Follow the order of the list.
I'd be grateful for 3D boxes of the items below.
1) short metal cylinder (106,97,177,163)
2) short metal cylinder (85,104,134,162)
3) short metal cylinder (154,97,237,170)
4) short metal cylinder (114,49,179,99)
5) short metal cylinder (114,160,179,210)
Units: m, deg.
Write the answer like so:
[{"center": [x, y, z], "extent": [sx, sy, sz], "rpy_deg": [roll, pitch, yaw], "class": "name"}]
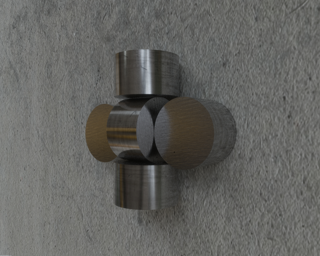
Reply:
[{"center": [-0.019, 0.002, 0.387], "extent": [0.050, 0.081, 0.080], "rpy_deg": [1, 91, 40], "class": "short metal cylinder"}, {"center": [-0.060, 0.007, 0.440], "extent": [0.080, 0.050, 0.080], "rpy_deg": [0, 90, 39], "class": "short metal cylinder"}, {"center": [0.040, 0.005, 0.357], "extent": [0.080, 0.050, 0.080], "rpy_deg": [0, 91, 40], "class": "short metal cylinder"}, {"center": [-0.017, -0.063, 0.385], "extent": [0.080, 0.081, 0.050], "rpy_deg": [0, 90, 40], "class": "short metal cylinder"}, {"center": [-0.017, 0.067, 0.386], "extent": [0.080, 0.081, 0.050], "rpy_deg": [0, 90, 40], "class": "short metal cylinder"}]
